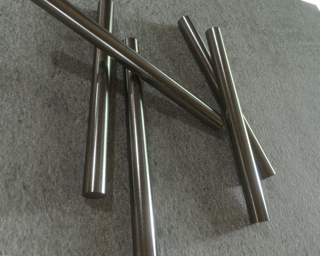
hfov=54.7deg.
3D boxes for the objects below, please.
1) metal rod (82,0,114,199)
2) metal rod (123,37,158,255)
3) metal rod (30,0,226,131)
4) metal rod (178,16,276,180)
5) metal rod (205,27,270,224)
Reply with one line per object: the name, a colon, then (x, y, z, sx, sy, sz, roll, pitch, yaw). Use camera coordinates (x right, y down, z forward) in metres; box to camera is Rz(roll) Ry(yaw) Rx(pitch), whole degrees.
metal rod: (-0.076, -0.058, 0.399, 0.025, 0.025, 0.299, 11, 57, -23)
metal rod: (-0.029, 0.006, 0.385, 0.025, 0.025, 0.299, 8, 58, -25)
metal rod: (-0.030, -0.083, 0.404, 0.301, 0.025, 0.025, 33, 51, -21)
metal rod: (0.099, -0.058, 0.494, 0.025, 0.025, 0.299, -11, 67, -33)
metal rod: (0.108, -0.017, 0.452, 0.025, 0.025, 0.299, 2, 68, -28)
